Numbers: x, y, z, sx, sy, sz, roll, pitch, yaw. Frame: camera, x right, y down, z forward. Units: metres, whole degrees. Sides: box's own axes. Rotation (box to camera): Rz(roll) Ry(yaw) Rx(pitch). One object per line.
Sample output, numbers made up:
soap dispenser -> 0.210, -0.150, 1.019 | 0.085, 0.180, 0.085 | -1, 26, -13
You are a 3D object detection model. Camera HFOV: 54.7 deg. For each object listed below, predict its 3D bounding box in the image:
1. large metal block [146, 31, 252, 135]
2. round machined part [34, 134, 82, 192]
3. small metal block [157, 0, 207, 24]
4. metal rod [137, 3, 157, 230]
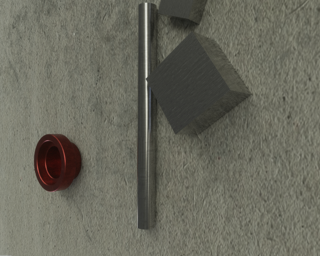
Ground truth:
large metal block -> 0.042, -0.048, 0.354 | 0.080, 0.050, 0.080 | -41, 65, 32
round machined part -> -0.174, 0.059, 0.538 | 0.098, 0.042, 0.097 | 0, 90, 40
small metal block -> 0.030, -0.160, 0.380 | 0.050, 0.025, 0.050 | 26, 107, 37
metal rod -> -0.018, -0.015, 0.419 | 0.025, 0.025, 0.298 | 1, 91, 40
